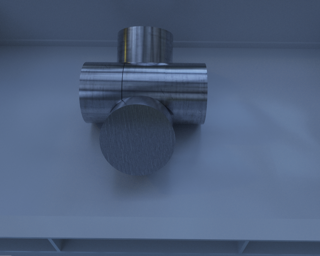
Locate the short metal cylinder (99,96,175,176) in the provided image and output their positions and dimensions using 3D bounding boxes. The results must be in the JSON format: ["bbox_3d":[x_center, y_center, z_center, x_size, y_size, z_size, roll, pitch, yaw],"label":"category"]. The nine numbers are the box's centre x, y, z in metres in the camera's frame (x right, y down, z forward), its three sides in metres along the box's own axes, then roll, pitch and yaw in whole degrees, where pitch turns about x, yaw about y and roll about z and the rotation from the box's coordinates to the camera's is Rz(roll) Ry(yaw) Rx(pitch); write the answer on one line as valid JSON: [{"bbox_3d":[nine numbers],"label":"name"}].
[{"bbox_3d":[-0.024,0.007,0.352,0.080,0.079,0.050,0,16,0],"label":"short metal cylinder"}]

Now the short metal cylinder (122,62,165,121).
[{"bbox_3d":[-0.019,-0.045,0.405,0.050,0.080,0.080,1,50,1],"label":"short metal cylinder"}]

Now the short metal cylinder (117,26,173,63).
[{"bbox_3d":[-0.021,-0.109,0.449,0.080,0.080,0.050,1,88,1],"label":"short metal cylinder"}]

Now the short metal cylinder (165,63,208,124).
[{"bbox_3d":[0.032,-0.045,0.405,0.050,0.080,0.080,1,50,1],"label":"short metal cylinder"}]

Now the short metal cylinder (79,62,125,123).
[{"bbox_3d":[-0.070,-0.046,0.405,0.050,0.080,0.080,1,50,1],"label":"short metal cylinder"}]
